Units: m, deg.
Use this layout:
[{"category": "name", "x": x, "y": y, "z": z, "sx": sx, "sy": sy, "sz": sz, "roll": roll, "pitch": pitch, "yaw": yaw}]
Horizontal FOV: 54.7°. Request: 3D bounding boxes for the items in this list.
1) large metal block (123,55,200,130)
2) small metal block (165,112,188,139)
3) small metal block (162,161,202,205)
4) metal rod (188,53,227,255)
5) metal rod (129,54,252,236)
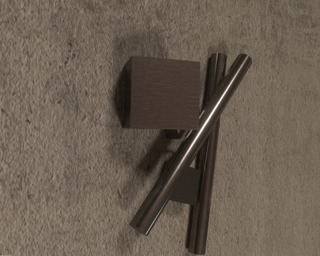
[{"category": "large metal block", "x": 0.001, "y": -0.038, "z": 0.372, "sx": 0.081, "sy": 0.050, "sz": 0.079, "roll": 2, "pitch": 89, "yaw": -16}, {"category": "small metal block", "x": 0.030, "y": -0.017, "z": 0.432, "sx": 0.050, "sy": 0.025, "sz": 0.050, "roll": -25, "pitch": 106, "yaw": -37}, {"category": "small metal block", "x": 0.027, "y": 0.077, "z": 0.430, "sx": 0.050, "sy": 0.025, "sz": 0.050, "roll": 23, "pitch": 76, "yaw": -38}, {"category": "metal rod", "x": 0.073, "y": 0.034, "z": 0.468, "sx": 0.025, "sy": 0.025, "sz": 0.298, "roll": 13, "pitch": 82, "yaw": -40}, {"category": "metal rod", "x": 0.053, "y": 0.006, "z": 0.419, "sx": 0.025, "sy": 0.025, "sz": 0.301, "roll": 50, "pitch": 61, "yaw": -29}]
